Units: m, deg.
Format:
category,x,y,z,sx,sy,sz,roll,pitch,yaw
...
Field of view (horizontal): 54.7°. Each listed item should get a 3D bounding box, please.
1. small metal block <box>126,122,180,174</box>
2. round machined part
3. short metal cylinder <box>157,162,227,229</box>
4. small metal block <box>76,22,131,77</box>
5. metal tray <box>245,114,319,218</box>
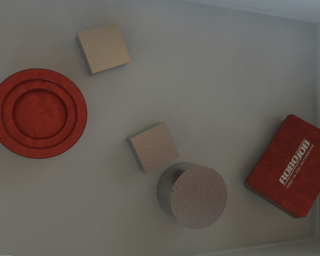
category,x,y,z,sx,sy,sz,roll,pitch,yaw
small metal block,-0.010,0.025,0.408,0.050,0.025,0.050,-26,99,-18
round machined part,-0.135,-0.016,0.352,0.099,0.042,0.097,0,90,-21
short metal cylinder,0.042,0.088,0.414,0.081,0.050,0.079,0,90,-21
small metal block,-0.071,-0.097,0.385,0.050,0.025,0.050,-22,98,-19
metal tray,0.198,0.055,0.460,0.090,0.030,0.130,33,77,15
